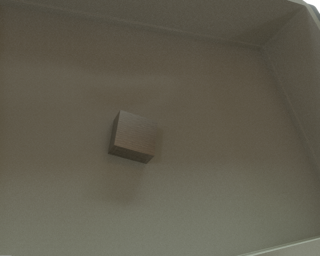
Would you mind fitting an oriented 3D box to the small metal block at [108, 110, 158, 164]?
[{"bbox_3d":[-0.033,0.011,0.382,0.050,0.025,0.050,17,55,-19],"label":"small metal block"}]
